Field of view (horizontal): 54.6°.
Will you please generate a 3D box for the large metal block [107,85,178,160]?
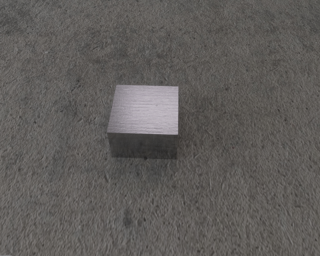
[{"bbox_3d":[-0.018,-0.008,0.394,0.080,0.050,0.080,2,50,1],"label":"large metal block"}]
